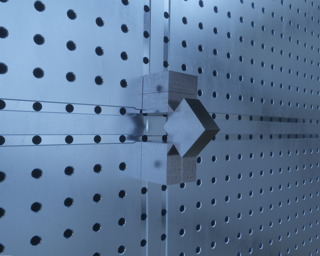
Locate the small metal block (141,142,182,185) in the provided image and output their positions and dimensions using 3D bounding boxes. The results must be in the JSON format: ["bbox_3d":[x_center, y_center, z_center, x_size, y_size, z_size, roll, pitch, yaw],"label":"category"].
[{"bbox_3d":[0.001,0.044,0.396,0.025,0.050,0.050,2,89,-40],"label":"small metal block"}]

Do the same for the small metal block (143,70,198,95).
[{"bbox_3d":[0.013,-0.056,0.405,0.050,0.050,0.025,3,89,-40],"label":"small metal block"}]

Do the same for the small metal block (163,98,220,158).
[{"bbox_3d":[0.037,0.000,0.372,0.025,0.050,0.050,1,47,-40],"label":"small metal block"}]

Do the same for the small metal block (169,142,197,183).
[{"bbox_3d":[0.021,0.044,0.411,0.025,0.050,0.050,2,89,-40],"label":"small metal block"}]

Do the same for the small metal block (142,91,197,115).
[{"bbox_3d":[0.013,-0.031,0.405,0.050,0.050,0.025,3,89,-40],"label":"small metal block"}]
